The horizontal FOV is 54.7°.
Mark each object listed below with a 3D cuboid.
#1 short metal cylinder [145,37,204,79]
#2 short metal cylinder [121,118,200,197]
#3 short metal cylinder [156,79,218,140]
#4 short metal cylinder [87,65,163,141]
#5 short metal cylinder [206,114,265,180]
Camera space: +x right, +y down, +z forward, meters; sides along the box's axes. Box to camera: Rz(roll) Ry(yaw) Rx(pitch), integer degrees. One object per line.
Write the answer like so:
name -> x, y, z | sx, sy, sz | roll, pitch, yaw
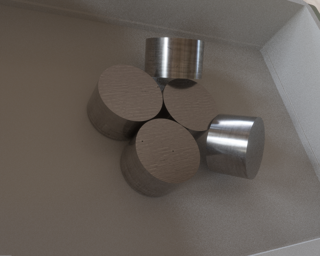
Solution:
short metal cylinder -> 0.020, -0.095, 0.429 | 0.081, 0.080, 0.050 | -3, 102, -30
short metal cylinder -> 0.000, 0.036, 0.367 | 0.081, 0.050, 0.080 | 14, 56, -21
short metal cylinder -> 0.030, -0.020, 0.417 | 0.081, 0.050, 0.080 | 14, 56, -21
short metal cylinder -> -0.044, -0.031, 0.384 | 0.081, 0.050, 0.080 | 14, 56, -21
short metal cylinder -> 0.100, 0.023, 0.403 | 0.081, 0.050, 0.079 | -17, 111, -55
